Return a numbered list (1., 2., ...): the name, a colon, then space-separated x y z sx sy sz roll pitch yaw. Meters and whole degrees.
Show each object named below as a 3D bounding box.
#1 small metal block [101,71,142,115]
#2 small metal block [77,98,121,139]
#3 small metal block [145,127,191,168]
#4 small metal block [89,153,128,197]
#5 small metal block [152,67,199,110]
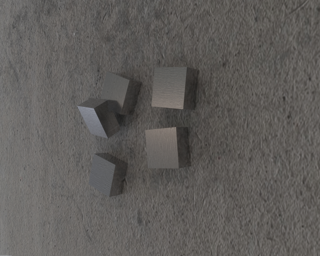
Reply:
1. small metal block: -0.058 -0.051 0.453 0.050 0.025 0.050 26 106 37
2. small metal block: -0.091 -0.015 0.461 0.050 0.025 0.050 10 129 48
3. small metal block: 0.010 0.025 0.397 0.050 0.025 0.050 -6 86 40
4. small metal block: -0.079 0.070 0.471 0.050 0.025 0.050 20 103 38
5. small metal block: 0.018 -0.050 0.390 0.050 0.025 0.050 8 95 39
